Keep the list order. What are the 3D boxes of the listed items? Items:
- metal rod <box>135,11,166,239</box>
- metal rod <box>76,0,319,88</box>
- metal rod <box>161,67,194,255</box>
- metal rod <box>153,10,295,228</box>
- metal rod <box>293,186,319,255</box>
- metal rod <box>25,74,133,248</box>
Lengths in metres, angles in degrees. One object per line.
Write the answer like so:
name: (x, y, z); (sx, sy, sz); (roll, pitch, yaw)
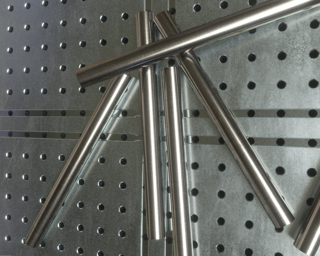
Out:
metal rod: (-0.013, -0.004, 0.417); (0.025, 0.025, 0.298); (-4, 89, 20)
metal rod: (0.040, -0.108, 0.374); (0.301, 0.025, 0.025); (-17, 84, 10)
metal rod: (0.025, 0.071, 0.404); (0.025, 0.025, 0.298); (-5, 88, 20)
metal rod: (0.074, -0.019, 0.386); (0.025, 0.025, 0.299); (-32, 80, 17)
metal rod: (0.218, 0.000, 0.335); (0.025, 0.025, 0.299); (23, 98, 18)
metal rod: (-0.123, 0.051, 0.456); (0.025, 0.025, 0.299); (34, 101, 17)
